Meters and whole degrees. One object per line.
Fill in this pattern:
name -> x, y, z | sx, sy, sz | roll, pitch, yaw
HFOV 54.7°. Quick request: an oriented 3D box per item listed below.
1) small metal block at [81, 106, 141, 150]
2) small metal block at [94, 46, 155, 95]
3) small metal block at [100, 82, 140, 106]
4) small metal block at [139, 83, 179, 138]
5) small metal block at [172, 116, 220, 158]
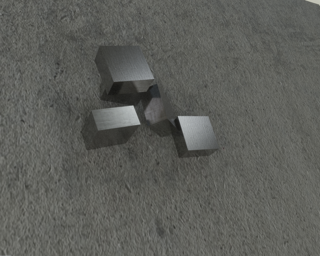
small metal block -> -0.058, 0.000, 0.356 | 0.050, 0.050, 0.025 | -9, 67, -32
small metal block -> -0.042, -0.068, 0.358 | 0.050, 0.025, 0.050 | -10, 65, -32
small metal block -> -0.046, -0.056, 0.397 | 0.050, 0.050, 0.025 | 8, 57, -23
small metal block -> -0.001, -0.021, 0.398 | 0.050, 0.025, 0.050 | 43, 29, -63
small metal block -> 0.046, 0.012, 0.421 | 0.050, 0.025, 0.050 | -1, 62, -29
